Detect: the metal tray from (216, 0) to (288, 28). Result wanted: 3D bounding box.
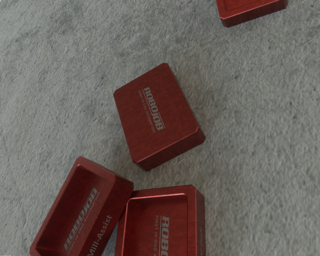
[{"bbox_3d":[0.121,-0.220,0.443,0.090,0.030,0.129,-14,77,20],"label":"metal tray"}]

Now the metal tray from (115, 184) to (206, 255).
[{"bbox_3d":[0.000,0.129,0.320,0.090,0.030,0.130,-10,57,22],"label":"metal tray"}]

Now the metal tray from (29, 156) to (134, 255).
[{"bbox_3d":[-0.093,0.106,0.359,0.090,0.030,0.130,16,77,48],"label":"metal tray"}]

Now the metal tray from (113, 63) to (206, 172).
[{"bbox_3d":[-0.006,-0.018,0.414,0.090,0.030,0.130,-28,52,9],"label":"metal tray"}]
